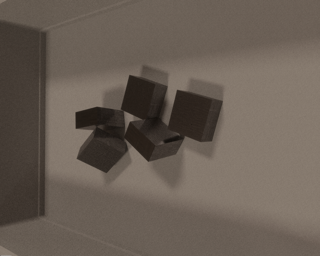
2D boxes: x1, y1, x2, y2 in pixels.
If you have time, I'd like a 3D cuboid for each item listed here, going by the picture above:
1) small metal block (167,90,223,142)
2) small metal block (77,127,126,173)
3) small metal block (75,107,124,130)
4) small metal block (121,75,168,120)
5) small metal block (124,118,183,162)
[{"bbox_3d":[0.041,-0.015,0.371,0.050,0.025,0.050,22,104,37],"label":"small metal block"},{"bbox_3d":[-0.086,0.033,0.456,0.050,0.050,0.025,-47,24,30],"label":"small metal block"},{"bbox_3d":[-0.089,-0.012,0.461,0.050,0.050,0.025,-9,80,39],"label":"small metal block"},{"bbox_3d":[-0.022,-0.041,0.423,0.050,0.025,0.050,25,106,37],"label":"small metal block"},{"bbox_3d":[-0.008,0.013,0.394,0.050,0.050,0.025,42,123,31],"label":"small metal block"}]
